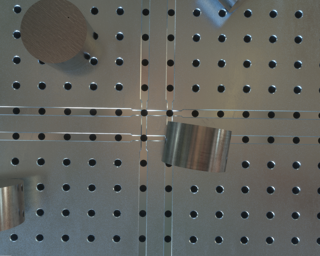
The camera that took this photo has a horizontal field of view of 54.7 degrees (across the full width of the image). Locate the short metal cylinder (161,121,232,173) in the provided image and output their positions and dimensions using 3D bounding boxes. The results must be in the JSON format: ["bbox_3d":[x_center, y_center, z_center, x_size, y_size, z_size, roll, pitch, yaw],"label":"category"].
[{"bbox_3d":[0.045,0.022,0.386,0.080,0.080,0.050,9,90,0],"label":"short metal cylinder"}]

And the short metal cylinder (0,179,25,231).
[{"bbox_3d":[-0.212,0.095,0.384,0.081,0.080,0.050,-2,90,0],"label":"short metal cylinder"}]

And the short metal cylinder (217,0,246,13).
[{"bbox_3d":[0.100,-0.192,0.386,0.080,0.080,0.050,-43,90,0],"label":"short metal cylinder"}]

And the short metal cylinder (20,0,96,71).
[{"bbox_3d":[-0.129,-0.118,0.400,0.081,0.050,0.079,0,90,0],"label":"short metal cylinder"}]
